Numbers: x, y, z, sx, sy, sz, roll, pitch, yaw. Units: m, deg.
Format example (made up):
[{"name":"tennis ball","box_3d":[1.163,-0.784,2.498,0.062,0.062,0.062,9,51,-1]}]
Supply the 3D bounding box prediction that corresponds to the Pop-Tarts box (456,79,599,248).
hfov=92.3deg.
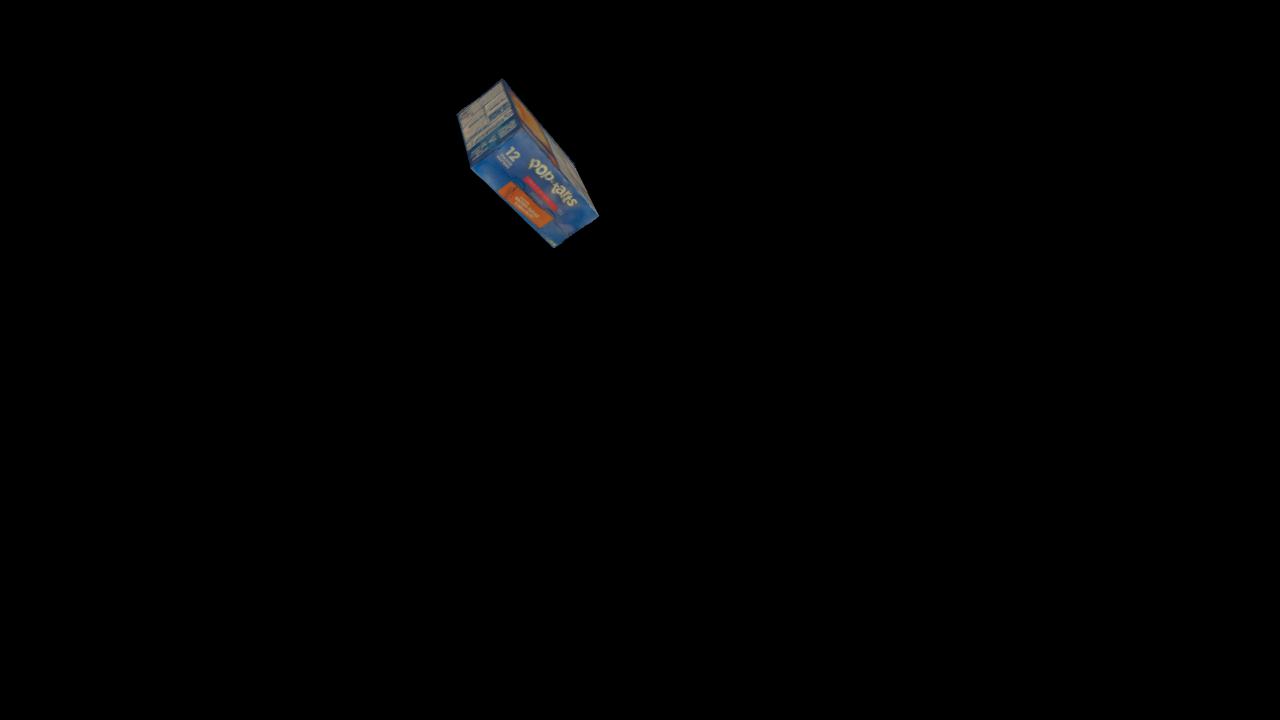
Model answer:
[{"name":"Pop-Tarts box","box_3d":[-0.149,-0.258,0.818,0.083,0.141,0.167,-35,-40,12]}]
